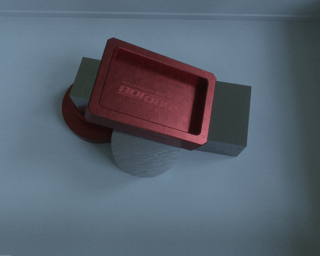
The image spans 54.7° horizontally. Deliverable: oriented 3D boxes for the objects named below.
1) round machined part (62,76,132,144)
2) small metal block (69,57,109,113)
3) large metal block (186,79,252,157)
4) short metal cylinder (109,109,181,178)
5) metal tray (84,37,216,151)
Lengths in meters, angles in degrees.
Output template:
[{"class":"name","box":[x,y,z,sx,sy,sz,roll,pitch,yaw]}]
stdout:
[{"class":"round machined part","box":[-0.081,-0.032,0.409,0.099,0.042,0.098,0,70,-1]},{"class":"small metal block","box":[-0.081,-0.047,0.366,0.025,0.050,0.050,12,71,4]},{"class":"large metal block","box":[0.068,-0.013,0.399,0.080,0.050,0.080,9,70,3]},{"class":"short metal cylinder","box":[-0.020,0.019,0.375,0.081,0.050,0.080,1,83,-12]},{"class":"metal tray","box":[-0.007,-0.035,0.343,0.131,0.030,0.090,17,70,-15]}]
